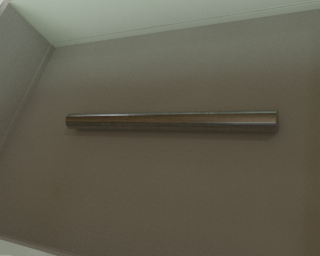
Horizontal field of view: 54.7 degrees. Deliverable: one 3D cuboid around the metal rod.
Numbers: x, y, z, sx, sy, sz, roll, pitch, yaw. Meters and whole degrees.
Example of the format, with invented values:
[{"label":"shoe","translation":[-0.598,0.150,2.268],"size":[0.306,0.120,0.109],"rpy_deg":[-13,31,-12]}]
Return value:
[{"label":"metal rod","translation":[-0.004,-0.009,0.409],"size":[0.300,0.025,0.025],"rpy_deg":[1,62,28]}]
